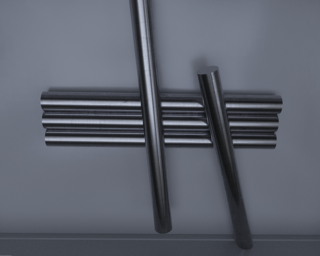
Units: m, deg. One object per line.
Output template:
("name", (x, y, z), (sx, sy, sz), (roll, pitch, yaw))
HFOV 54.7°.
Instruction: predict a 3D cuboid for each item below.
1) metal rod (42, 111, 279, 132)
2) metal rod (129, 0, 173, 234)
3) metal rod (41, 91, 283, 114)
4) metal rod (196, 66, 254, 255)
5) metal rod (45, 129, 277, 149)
("metal rod", (0.002, -0.009, 0.407), (0.302, 0.025, 0.025), (1, 110, -1))
("metal rod", (-0.008, 0.001, 0.383), (0.025, 0.025, 0.298), (-5, 110, 1))
("metal rod", (0.003, -0.032, 0.398), (0.302, 0.025, 0.025), (1, 110, -1))
("metal rod", (0.093, 0.062, 0.413), (0.025, 0.025, 0.298), (-15, 117, 5))
("metal rod", (0.002, 0.014, 0.415), (0.302, 0.025, 0.025), (1, 110, -1))
